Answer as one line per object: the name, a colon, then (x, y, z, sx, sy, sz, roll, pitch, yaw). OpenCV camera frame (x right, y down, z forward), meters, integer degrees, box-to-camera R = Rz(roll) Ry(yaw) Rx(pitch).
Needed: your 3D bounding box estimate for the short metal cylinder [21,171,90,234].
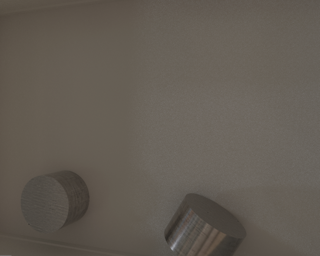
short metal cylinder: (-0.151, 0.105, 0.449, 0.080, 0.050, 0.079, 0, 90, 19)

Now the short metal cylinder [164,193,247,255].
short metal cylinder: (0.052, 0.121, 0.362, 0.080, 0.080, 0.050, 32, 101, 17)
